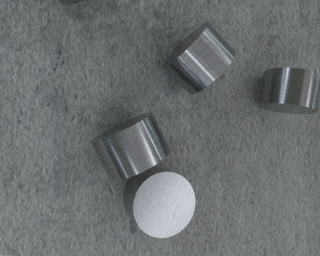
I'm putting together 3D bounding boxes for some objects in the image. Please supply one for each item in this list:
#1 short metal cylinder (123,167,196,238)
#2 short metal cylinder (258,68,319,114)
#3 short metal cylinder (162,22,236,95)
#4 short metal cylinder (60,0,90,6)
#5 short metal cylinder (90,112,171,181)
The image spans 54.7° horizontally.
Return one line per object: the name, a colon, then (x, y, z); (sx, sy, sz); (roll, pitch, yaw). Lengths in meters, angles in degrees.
short metal cylinder: (-0.002, 0.092, 0.396); (0.081, 0.050, 0.079); (0, 90, -21)
short metal cylinder: (0.189, -0.052, 0.452); (0.081, 0.080, 0.050); (10, 87, -20)
short metal cylinder: (0.049, -0.089, 0.399); (0.050, 0.080, 0.080); (43, 76, -15)
short metal cylinder: (-0.095, -0.184, 0.345); (0.050, 0.080, 0.080); (-22, 98, -19)
short metal cylinder: (-0.034, 0.020, 0.368); (0.081, 0.080, 0.050); (-28, 100, -18)
